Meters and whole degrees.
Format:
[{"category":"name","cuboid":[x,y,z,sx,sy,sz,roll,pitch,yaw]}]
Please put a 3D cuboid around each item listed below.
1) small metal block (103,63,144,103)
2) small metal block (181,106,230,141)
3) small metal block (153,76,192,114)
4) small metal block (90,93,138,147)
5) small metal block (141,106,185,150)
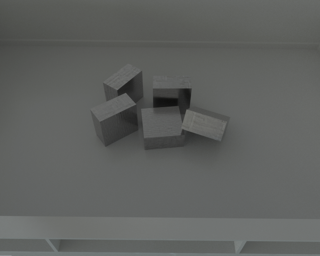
[{"category":"small metal block","cuboid":[-0.050,-0.053,0.433,0.025,0.050,0.050,31,56,23]},{"category":"small metal block","cuboid":[0.060,-0.007,0.395,0.050,0.025,0.050,18,13,14]},{"category":"small metal block","cuboid":[0.016,-0.045,0.427,0.050,0.050,0.025,0,50,-1]},{"category":"small metal block","cuboid":[-0.057,-0.010,0.397,0.050,0.050,0.025,-28,56,-22]},{"category":"small metal block","cuboid":[0.003,-0.001,0.406,0.050,0.025,0.050,-5,50,-4]}]
